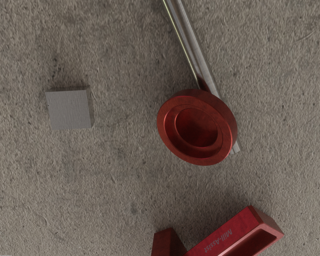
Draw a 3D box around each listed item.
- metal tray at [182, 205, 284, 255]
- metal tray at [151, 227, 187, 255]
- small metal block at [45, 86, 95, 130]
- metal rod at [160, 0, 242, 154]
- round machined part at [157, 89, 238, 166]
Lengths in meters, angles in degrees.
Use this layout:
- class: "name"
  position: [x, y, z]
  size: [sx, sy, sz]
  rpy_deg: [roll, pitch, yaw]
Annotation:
- class: "metal tray"
  position: [0.106, 0.172, 0.450]
  size: [0.130, 0.030, 0.090]
  rpy_deg: [-42, 134, 13]
- class: "metal tray"
  position: [0.031, 0.226, 0.457]
  size: [0.030, 0.090, 0.130]
  rpy_deg: [-25, 109, 14]
- class: "small metal block"
  position: [-0.114, -0.026, 0.399]
  size: [0.050, 0.025, 0.050]
  rpy_deg: [-3, 110, 0]
- class: "metal rod"
  position: [0.037, -0.098, 0.374]
  size: [0.025, 0.025, 0.299]
  rpy_deg: [-23, 109, 8]
- class: "round machined part"
  position: [0.049, -0.005, 0.384]
  size: [0.098, 0.042, 0.097]
  rpy_deg: [18, 129, 24]
